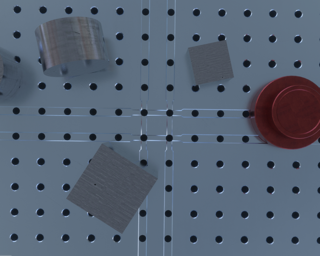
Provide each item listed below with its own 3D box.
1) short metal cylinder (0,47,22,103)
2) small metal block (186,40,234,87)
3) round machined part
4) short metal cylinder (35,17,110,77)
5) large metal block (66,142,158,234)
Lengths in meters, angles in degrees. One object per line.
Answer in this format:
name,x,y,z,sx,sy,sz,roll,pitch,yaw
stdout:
short metal cylinder,-0.229,-0.072,0.399,0.081,0.050,0.079,0,90,0
small metal block,0.066,-0.085,0.414,0.050,0.025,0.050,-12,90,0
round machined part,0.174,-0.020,0.406,0.099,0.042,0.097,0,90,0
short metal cylinder,-0.108,-0.098,0.385,0.080,0.080,0.050,-12,90,0
large metal block,-0.058,0.073,0.400,0.080,0.050,0.080,33,90,0
